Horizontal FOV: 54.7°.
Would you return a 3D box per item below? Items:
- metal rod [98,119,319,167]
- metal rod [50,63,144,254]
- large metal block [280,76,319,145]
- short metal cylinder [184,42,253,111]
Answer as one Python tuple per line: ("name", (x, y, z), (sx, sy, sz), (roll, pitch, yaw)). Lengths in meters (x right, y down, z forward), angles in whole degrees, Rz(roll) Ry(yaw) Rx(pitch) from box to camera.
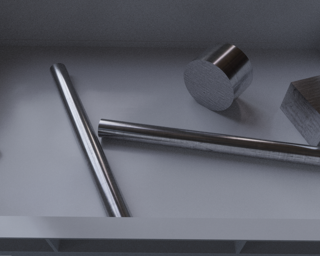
("metal rod", (0.072, 0.019, 0.389), (0.302, 0.025, 0.025), (7, 50, 5))
("metal rod", (-0.092, 0.014, 0.392), (0.025, 0.025, 0.300), (-20, 53, -16))
("large metal block", (0.224, -0.025, 0.413), (0.081, 0.050, 0.080), (-14, 52, -12))
("short metal cylinder", (0.080, -0.071, 0.430), (0.080, 0.080, 0.050), (33, 57, 24))
